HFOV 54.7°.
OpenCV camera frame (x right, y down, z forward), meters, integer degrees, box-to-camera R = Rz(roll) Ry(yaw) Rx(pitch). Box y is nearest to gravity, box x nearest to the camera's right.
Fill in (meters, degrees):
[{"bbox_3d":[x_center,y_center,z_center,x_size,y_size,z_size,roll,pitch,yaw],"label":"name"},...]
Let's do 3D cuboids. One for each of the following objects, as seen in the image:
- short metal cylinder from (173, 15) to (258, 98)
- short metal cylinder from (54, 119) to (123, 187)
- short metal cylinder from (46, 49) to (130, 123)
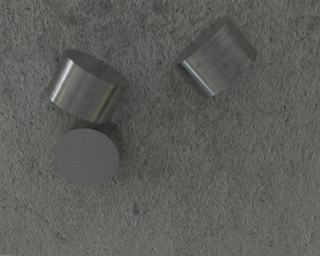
[{"bbox_3d":[0.061,-0.080,0.351,0.080,0.080,0.050,-41,105,13],"label":"short metal cylinder"},{"bbox_3d":[-0.091,0.029,0.406,0.081,0.050,0.079,0,110,0],"label":"short metal cylinder"},{"bbox_3d":[-0.083,-0.049,0.362,0.080,0.080,0.050,29,108,-10],"label":"short metal cylinder"}]
